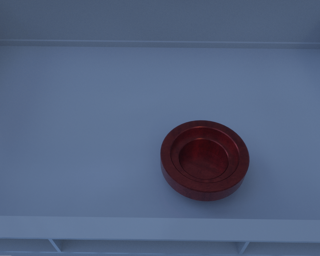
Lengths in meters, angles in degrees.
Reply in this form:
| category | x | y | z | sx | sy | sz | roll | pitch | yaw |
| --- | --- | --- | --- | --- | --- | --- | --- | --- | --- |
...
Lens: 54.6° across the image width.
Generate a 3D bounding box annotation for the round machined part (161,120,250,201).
| category | x | y | z | sx | sy | sz | roll | pitch | yaw |
| --- | --- | --- | --- | --- | --- | --- | --- | --- | --- |
| round machined part | 0.050 | 0.041 | 0.360 | 0.099 | 0.042 | 0.098 | 0 | 50 | 0 |
